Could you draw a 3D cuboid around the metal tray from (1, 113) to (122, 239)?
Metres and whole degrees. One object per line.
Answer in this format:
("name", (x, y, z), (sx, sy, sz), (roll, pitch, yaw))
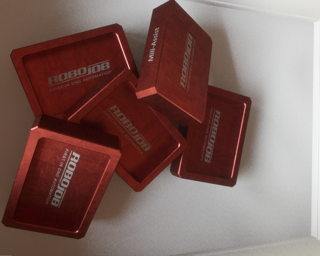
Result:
("metal tray", (-0.106, 0.058, 0.336), (0.091, 0.030, 0.129), (18, 112, -20))

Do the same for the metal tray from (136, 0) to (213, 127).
("metal tray", (0.023, -0.077, 0.379), (0.090, 0.030, 0.130), (31, 59, -41))

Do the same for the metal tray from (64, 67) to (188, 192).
("metal tray", (-0.036, 0.004, 0.371), (0.090, 0.030, 0.130), (-43, 119, -8))

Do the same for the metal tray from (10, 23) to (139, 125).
("metal tray", (-0.095, -0.063, 0.371), (0.131, 0.030, 0.090), (-22, 98, -19))

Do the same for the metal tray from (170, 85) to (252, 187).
("metal tray", (0.072, 0.011, 0.434), (0.091, 0.030, 0.129), (13, 85, -20))
